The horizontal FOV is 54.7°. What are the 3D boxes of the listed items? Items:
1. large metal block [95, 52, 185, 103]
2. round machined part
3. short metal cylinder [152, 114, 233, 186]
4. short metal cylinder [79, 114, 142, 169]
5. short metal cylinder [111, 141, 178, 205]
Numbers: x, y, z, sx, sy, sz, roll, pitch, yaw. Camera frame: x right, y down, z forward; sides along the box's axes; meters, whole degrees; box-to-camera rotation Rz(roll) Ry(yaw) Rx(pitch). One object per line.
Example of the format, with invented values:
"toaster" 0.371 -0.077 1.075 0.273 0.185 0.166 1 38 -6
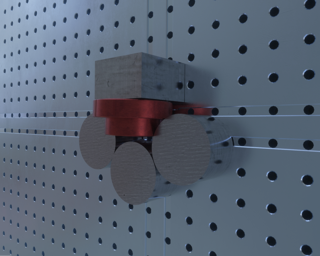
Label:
"large metal block" -0.025 -0.059 0.394 0.080 0.081 0.050 1 91 40
"round machined part" -0.034 -0.012 0.388 0.098 0.099 0.042 3 91 40
"short metal cylinder" 0.037 0.024 0.363 0.080 0.050 0.079 0 90 40
"short metal cylinder" -0.073 0.018 0.454 0.080 0.050 0.079 0 90 40
"short metal cylinder" -0.019 0.057 0.410 0.080 0.050 0.079 0 90 40
